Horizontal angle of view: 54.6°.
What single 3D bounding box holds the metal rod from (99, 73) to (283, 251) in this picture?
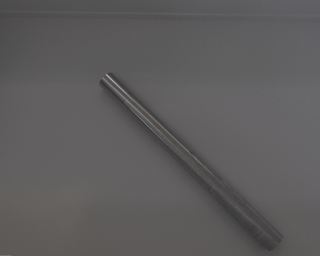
[{"bbox_3d":[0.030,0.033,0.397,0.025,0.025,0.300,-43,76,-14],"label":"metal rod"}]
